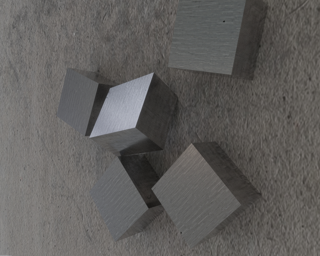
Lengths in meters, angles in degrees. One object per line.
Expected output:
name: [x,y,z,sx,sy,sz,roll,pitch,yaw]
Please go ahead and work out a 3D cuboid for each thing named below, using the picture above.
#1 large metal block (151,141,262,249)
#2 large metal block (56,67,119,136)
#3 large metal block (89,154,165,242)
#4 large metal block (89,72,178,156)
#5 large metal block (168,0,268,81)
large metal block: [0.050,0.072,0.348,0.080,0.050,0.080,-52,60,27]
large metal block: [-0.108,-0.040,0.478,0.080,0.050,0.079,29,108,36]
large metal block: [-0.041,0.093,0.423,0.080,0.050,0.080,-50,61,28]
large metal block: [-0.032,-0.014,0.392,0.080,0.050,0.080,-12,50,39]
large metal block: [0.062,-0.099,0.338,0.080,0.050,0.079,16,100,39]
